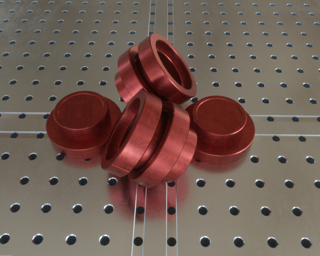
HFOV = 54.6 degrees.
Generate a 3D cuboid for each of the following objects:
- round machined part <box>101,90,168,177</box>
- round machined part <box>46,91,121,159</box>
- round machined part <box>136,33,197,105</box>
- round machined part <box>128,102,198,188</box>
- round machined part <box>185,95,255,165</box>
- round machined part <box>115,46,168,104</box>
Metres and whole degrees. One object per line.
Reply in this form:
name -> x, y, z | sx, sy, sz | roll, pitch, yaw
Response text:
round machined part -> -0.023, 0.010, 0.346 | 0.042, 0.098, 0.098 | 28, 48, -18
round machined part -> -0.099, -0.011, 0.405 | 0.099, 0.042, 0.098 | 0, 50, 0
round machined part -> 0.003, -0.073, 0.413 | 0.042, 0.098, 0.098 | -32, 45, 26
round machined part -> 0.006, 0.023, 0.353 | 0.042, 0.098, 0.098 | 29, 48, -18
round machined part -> 0.074, -0.004, 0.401 | 0.099, 0.042, 0.098 | 0, 50, 0
round machined part -> -0.023, -0.059, 0.425 | 0.042, 0.098, 0.098 | -32, 45, 26
